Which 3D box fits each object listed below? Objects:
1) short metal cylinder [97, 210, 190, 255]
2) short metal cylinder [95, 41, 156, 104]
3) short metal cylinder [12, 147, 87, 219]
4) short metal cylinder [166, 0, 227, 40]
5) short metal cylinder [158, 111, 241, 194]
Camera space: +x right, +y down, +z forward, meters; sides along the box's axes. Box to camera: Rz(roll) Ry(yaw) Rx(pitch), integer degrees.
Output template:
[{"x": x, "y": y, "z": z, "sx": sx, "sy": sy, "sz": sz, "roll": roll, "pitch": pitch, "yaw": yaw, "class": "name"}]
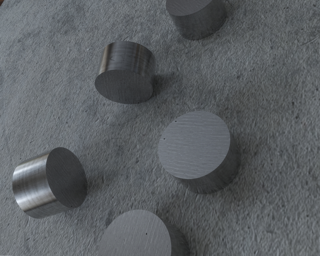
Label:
[{"x": -0.016, "y": 0.130, "z": 0.317, "sx": 0.080, "sy": 0.050, "sz": 0.080, "roll": -13, "pitch": 56, "yaw": 21, "class": "short metal cylinder"}, {"x": -0.048, "y": -0.077, "z": 0.441, "sx": 0.080, "sy": 0.080, "sz": 0.050, "roll": -9, "pitch": 58, "yaw": 24, "class": "short metal cylinder"}, {"x": -0.139, "y": 0.070, "z": 0.398, "sx": 0.050, "sy": 0.080, "sz": 0.080, "roll": -21, "pitch": 54, "yaw": 16, "class": "short metal cylinder"}, {"x": 0.056, "y": -0.181, "z": 0.470, "sx": 0.080, "sy": 0.050, "sz": 0.080, "roll": -13, "pitch": 56, "yaw": 21, "class": "short metal cylinder"}, {"x": 0.045, "y": 0.028, "z": 0.347, "sx": 0.080, "sy": 0.050, "sz": 0.080, "roll": -13, "pitch": 56, "yaw": 21, "class": "short metal cylinder"}]
